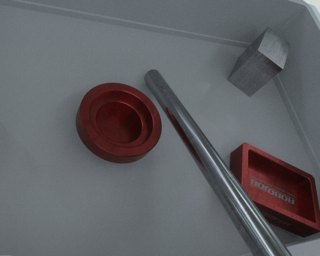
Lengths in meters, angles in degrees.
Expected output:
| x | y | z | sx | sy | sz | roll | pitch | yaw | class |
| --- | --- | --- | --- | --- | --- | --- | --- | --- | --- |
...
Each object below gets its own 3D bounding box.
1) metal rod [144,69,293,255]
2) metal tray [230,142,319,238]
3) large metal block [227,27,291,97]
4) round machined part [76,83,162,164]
| x | y | z | sx | sy | sz | roll | pitch | yaw | class |
| --- | --- | --- | --- | --- | --- | --- | --- | --- | --- |
| 0.040 | 0.015 | 0.339 | 0.025 | 0.025 | 0.300 | 3 | 35 | -27 | metal rod |
| 0.160 | 0.086 | 0.433 | 0.131 | 0.030 | 0.090 | 25 | 48 | -12 | metal tray |
| 0.171 | -0.113 | 0.534 | 0.050 | 0.080 | 0.080 | 36 | 51 | -5 | large metal block |
| -0.051 | -0.002 | 0.370 | 0.099 | 0.042 | 0.098 | 14 | 56 | -21 | round machined part |
